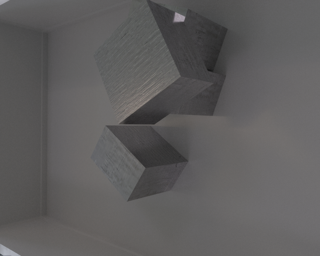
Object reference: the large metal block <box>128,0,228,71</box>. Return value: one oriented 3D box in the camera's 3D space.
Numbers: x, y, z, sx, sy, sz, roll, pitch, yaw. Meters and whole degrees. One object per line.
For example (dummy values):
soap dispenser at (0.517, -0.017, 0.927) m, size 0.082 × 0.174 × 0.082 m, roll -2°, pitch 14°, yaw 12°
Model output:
large metal block at (0.017, -0.107, 0.357) m, size 0.080 × 0.081 × 0.050 m, roll 28°, pitch 108°, yaw 36°

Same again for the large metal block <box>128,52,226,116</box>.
large metal block at (0.015, -0.052, 0.358) m, size 0.080 × 0.081 × 0.050 m, roll 27°, pitch 107°, yaw 37°

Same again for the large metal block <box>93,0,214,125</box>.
large metal block at (-0.009, -0.057, 0.294) m, size 0.080 × 0.050 × 0.080 m, roll -34°, pitch 69°, yaw 35°

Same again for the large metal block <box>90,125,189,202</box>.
large metal block at (-0.026, 0.040, 0.392) m, size 0.080 × 0.081 × 0.050 m, roll 43°, pitch 116°, yaw 31°

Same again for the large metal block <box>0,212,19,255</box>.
large metal block at (-0.358, 0.237, 0.689) m, size 0.080 × 0.050 × 0.080 m, roll -1°, pitch 90°, yaw 40°
